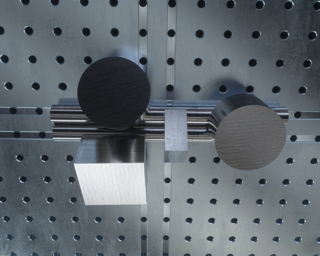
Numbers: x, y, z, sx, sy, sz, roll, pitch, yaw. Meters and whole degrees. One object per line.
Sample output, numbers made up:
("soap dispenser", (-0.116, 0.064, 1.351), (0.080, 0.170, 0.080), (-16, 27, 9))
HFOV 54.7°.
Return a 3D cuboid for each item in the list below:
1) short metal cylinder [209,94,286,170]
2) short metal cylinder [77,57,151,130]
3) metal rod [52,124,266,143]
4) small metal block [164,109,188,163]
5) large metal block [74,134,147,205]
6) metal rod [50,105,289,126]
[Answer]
("short metal cylinder", (0.102, 0.004, 0.372), (0.081, 0.050, 0.079), (0, 110, 0))
("short metal cylinder", (-0.051, -0.038, 0.366), (0.081, 0.050, 0.080), (0, 86, -1))
("metal rod", (0.012, 0.007, 0.412), (0.302, 0.025, 0.025), (1, 110, -1))
("small metal block", (0.018, 0.011, 0.370), (0.025, 0.050, 0.050), (1, 68, -1))
("large metal block", (-0.059, 0.055, 0.401), (0.081, 0.050, 0.079), (-1, 130, 0))
("metal rod", (0.013, -0.017, 0.404), (0.302, 0.025, 0.025), (1, 110, -1))
